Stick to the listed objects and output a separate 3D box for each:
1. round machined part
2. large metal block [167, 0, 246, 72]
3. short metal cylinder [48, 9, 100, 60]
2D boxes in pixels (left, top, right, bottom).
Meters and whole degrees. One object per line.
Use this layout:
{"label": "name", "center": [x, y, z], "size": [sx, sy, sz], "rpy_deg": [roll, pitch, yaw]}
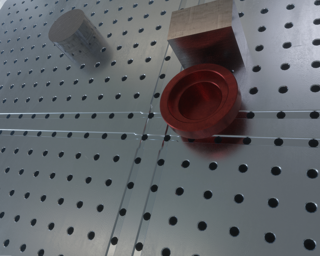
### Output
{"label": "round machined part", "center": [0.053, -0.029, 0.388], "size": [0.098, 0.042, 0.098], "rpy_deg": [-13, 56, 21]}
{"label": "large metal block", "center": [0.065, -0.115, 0.410], "size": [0.080, 0.080, 0.050], "rpy_deg": [-5, 60, 26]}
{"label": "short metal cylinder", "center": [-0.161, -0.177, 0.586], "size": [0.080, 0.050, 0.080], "rpy_deg": [-13, 56, 21]}
